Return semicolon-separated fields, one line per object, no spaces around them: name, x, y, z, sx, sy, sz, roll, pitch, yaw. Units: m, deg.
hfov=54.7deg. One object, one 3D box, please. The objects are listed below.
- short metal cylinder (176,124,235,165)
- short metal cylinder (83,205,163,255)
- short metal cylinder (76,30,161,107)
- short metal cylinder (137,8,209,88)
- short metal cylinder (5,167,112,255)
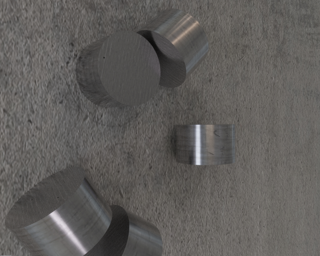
short metal cylinder;0.062;0.020;0.420;0.081;0.080;0.050;-1;91;-40
short metal cylinder;-0.044;0.130;0.332;0.050;0.080;0.080;40;66;-33
short metal cylinder;-0.046;-0.064;0.349;0.081;0.050;0.080;0;90;-40
short metal cylinder;0.011;-0.096;0.378;0.050;0.080;0.080;-50;120;-28
short metal cylinder;-0.093;0.081;0.291;0.080;0.080;0.050;-42;116;-32
